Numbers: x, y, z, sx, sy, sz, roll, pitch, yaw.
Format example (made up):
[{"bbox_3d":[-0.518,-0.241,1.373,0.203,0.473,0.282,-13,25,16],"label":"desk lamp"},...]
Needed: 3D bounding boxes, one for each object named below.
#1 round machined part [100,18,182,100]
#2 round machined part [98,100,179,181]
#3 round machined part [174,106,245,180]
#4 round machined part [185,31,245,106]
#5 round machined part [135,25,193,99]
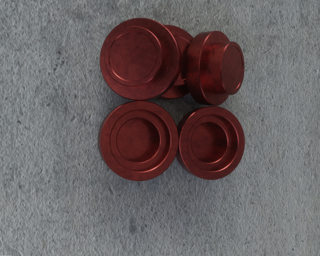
[{"bbox_3d":[-0.026,-0.082,0.367,0.098,0.042,0.097,1,93,13],"label":"round machined part"},{"bbox_3d":[-0.030,0.015,0.391,0.099,0.042,0.097,0,90,-21],"label":"round machined part"},{"bbox_3d":[0.063,0.019,0.426,0.099,0.042,0.097,0,90,-21],"label":"round machined part"},{"bbox_3d":[0.078,-0.078,0.408,0.099,0.042,0.097,-11,104,-50],"label":"round machined part"},{"bbox_3d":[0.014,-0.087,0.407,0.099,0.042,0.097,0,90,-21],"label":"round machined part"}]
